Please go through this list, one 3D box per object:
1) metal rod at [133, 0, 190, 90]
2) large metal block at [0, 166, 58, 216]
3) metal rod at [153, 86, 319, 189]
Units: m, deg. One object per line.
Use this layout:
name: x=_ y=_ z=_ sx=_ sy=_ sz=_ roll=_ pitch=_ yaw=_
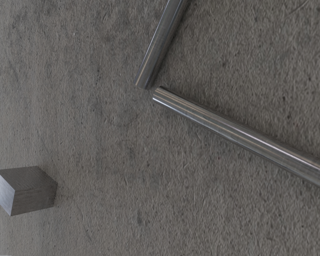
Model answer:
metal rod: x=0.036 y=-0.185 z=0.375 sx=0.025 sy=0.025 sz=0.298 roll=39 pitch=114 yaw=33
large metal block: x=-0.252 y=0.114 z=0.577 sx=0.080 sy=0.081 sz=0.050 roll=26 pitch=106 yaw=37
metal rod: x=0.105 y=0.018 z=0.317 sx=0.300 sy=0.025 sz=0.025 roll=30 pitch=109 yaw=36
